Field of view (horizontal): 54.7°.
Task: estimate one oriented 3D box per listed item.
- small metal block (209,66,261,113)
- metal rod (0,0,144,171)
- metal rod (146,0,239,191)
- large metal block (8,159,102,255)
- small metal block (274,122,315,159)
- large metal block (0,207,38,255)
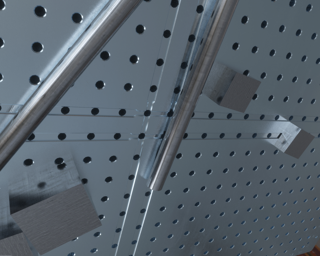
[{"bbox_3d":[0.106,-0.053,0.436,0.050,0.025,0.050,13,112,-34],"label":"small metal block"},{"bbox_3d":[-0.113,-0.040,0.324,0.299,0.025,0.025,-48,129,6],"label":"metal rod"},{"bbox_3d":[0.040,-0.045,0.405,0.025,0.025,0.298,7,115,-31],"label":"metal rod"},{"bbox_3d":[-0.128,0.098,0.385,0.081,0.050,0.080,-23,127,-15],"label":"large metal block"},{"bbox_3d":[0.242,0.024,0.558,0.050,0.025,0.050,21,107,-36],"label":"small metal block"},{"bbox_3d":[-0.200,0.149,0.378,0.081,0.050,0.079,-16,125,-19],"label":"large metal block"}]
